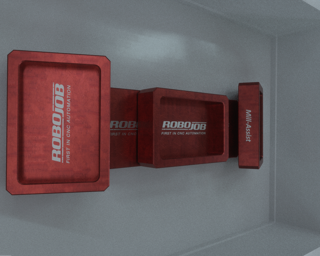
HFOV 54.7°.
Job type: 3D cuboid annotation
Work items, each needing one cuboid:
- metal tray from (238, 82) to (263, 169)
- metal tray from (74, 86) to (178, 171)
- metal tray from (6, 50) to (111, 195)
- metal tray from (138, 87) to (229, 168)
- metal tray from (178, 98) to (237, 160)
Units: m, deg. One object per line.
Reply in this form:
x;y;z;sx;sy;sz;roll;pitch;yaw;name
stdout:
0.148;-0.004;0.500;0.090;0.030;0.129;0;90;-68;metal tray
-0.036;0.000;0.373;0.131;0.030;0.089;0;90;-40;metal tray
-0.095;-0.005;0.298;0.091;0.030;0.129;1;90;-15;metal tray
0.034;0.000;0.390;0.131;0.030;0.089;1;89;-40;metal tray
0.065;0.001;0.456;0.131;0.030;0.089;0;90;-40;metal tray
